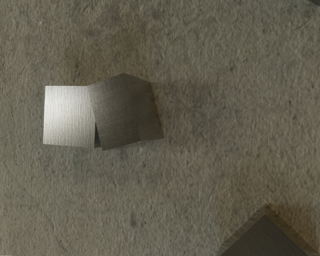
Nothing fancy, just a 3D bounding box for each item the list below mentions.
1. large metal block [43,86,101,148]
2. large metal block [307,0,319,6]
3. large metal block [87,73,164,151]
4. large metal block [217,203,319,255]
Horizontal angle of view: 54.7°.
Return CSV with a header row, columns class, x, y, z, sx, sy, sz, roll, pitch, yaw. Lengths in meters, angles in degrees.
class,x,y,z,sx,sy,sz,roll,pitch,yaw
large metal block,-0.112,-0.016,0.434,0.080,0.050,0.079,3,91,19
large metal block,0.177,-0.184,0.318,0.050,0.080,0.080,36,101,16
large metal block,-0.040,-0.018,0.393,0.050,0.080,0.080,-15,85,19
large metal block,0.122,0.148,0.352,0.080,0.050,0.080,44,103,14
